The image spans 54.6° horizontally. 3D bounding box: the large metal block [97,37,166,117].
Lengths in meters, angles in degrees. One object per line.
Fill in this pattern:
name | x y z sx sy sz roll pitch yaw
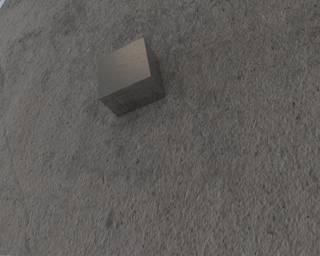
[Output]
large metal block | -0.043 -0.074 0.457 0.080 0.050 0.080 -22 54 15
